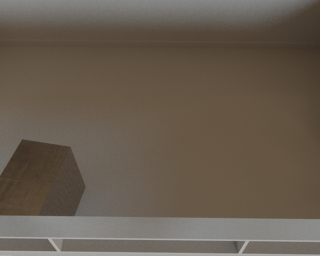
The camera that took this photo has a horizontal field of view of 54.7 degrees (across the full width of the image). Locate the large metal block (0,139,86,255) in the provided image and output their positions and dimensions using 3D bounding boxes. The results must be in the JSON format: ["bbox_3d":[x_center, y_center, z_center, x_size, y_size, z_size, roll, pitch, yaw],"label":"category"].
[{"bbox_3d":[-0.119,0.070,0.309,0.050,0.080,0.080,8,51,7],"label":"large metal block"}]
